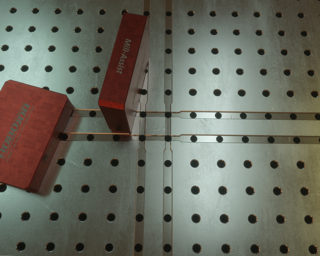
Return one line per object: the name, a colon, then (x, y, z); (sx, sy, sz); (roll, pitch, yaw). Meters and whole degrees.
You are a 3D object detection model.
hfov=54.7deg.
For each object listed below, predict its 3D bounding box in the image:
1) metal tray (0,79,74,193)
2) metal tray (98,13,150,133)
metal tray: (-0.181, 0.008, 0.404); (0.090, 0.030, 0.130); (16, 71, 5)
metal tray: (-0.042, -0.069, 0.401); (0.030, 0.090, 0.130); (10, 70, 3)
